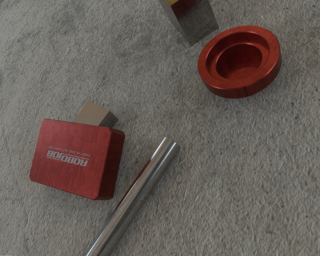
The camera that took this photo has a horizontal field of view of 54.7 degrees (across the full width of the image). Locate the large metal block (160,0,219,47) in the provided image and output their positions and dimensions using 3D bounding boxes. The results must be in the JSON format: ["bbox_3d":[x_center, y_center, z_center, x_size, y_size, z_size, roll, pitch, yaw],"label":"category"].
[{"bbox_3d":[0.036,-0.184,0.462,0.050,0.080,0.080,-34,52,6],"label":"large metal block"}]

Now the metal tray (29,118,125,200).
[{"bbox_3d":[-0.115,0.039,0.420,0.130,0.030,0.090,7,83,31],"label":"metal tray"}]

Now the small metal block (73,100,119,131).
[{"bbox_3d":[-0.099,-0.008,0.460,0.050,0.025,0.050,26,76,36],"label":"small metal block"}]

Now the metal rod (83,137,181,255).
[{"bbox_3d":[-0.068,0.139,0.354,0.025,0.025,0.300,26,75,37],"label":"metal rod"}]

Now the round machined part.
[{"bbox_3d":[0.100,-0.077,0.388,0.098,0.042,0.098,-13,56,21],"label":"round machined part"}]
